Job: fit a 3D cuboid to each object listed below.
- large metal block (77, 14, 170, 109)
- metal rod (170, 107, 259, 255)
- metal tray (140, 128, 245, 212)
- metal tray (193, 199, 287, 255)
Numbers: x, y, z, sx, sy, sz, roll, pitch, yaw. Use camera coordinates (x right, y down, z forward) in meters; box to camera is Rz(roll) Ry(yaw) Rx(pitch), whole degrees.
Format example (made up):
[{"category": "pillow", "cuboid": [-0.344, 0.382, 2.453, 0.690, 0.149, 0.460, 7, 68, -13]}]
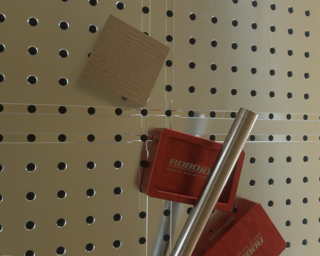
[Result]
[{"category": "large metal block", "cuboid": [-0.046, -0.077, 0.382, 0.080, 0.050, 0.080, 25, 82, -19]}, {"category": "metal rod", "cuboid": [0.051, 0.114, 0.401, 0.025, 0.025, 0.299, 24, 94, -19]}, {"category": "metal tray", "cuboid": [0.047, 0.058, 0.427, 0.131, 0.030, 0.090, 16, 85, -20]}, {"category": "metal tray", "cuboid": [0.114, 0.180, 0.452, 0.131, 0.030, 0.090, -38, 102, -16]}]
